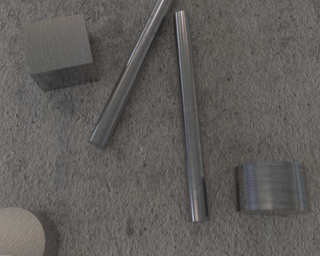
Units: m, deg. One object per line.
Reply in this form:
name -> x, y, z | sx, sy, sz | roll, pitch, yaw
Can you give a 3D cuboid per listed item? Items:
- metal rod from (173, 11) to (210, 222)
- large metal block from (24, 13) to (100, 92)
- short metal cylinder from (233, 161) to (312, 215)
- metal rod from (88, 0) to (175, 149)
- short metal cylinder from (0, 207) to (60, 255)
metal rod -> 0.040, -0.029, 0.419 | 0.025, 0.025, 0.299 | -3, 70, -1
large metal block -> -0.135, -0.104, 0.432 | 0.081, 0.050, 0.080 | -13, 71, -5
short metal cylinder -> 0.126, 0.071, 0.354 | 0.080, 0.080, 0.050 | 1, 70, 0
metal rod -> -0.028, -0.109, 0.447 | 0.025, 0.025, 0.300 | 20, 71, 7
short metal cylinder -> -0.160, 0.132, 0.346 | 0.081, 0.050, 0.080 | 0, 70, 0
